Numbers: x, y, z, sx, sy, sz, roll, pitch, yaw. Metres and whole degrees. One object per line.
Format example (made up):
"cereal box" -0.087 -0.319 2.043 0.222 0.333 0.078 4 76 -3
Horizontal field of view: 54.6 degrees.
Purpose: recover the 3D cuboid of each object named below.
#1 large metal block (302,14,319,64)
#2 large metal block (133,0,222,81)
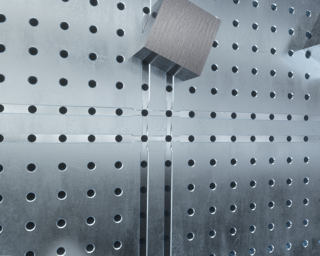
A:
"large metal block" 0.296 -0.145 0.507 0.080 0.050 0.080 31 80 -17
"large metal block" 0.022 -0.118 0.407 0.080 0.050 0.080 24 82 -19
